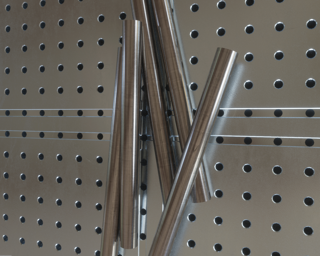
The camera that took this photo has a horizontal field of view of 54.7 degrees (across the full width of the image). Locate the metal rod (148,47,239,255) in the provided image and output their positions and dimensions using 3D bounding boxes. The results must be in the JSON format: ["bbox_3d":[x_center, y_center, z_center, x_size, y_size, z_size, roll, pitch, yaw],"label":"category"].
[{"bbox_3d":[0.032,0.053,0.372,0.025,0.025,0.298,20,98,18],"label":"metal rod"}]

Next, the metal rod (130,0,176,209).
[{"bbox_3d":[-0.006,-0.040,0.413,0.025,0.025,0.298,-10,87,19],"label":"metal rod"}]

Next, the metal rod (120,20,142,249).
[{"bbox_3d":[-0.039,0.013,0.411,0.025,0.025,0.298,4,96,19],"label":"metal rod"}]

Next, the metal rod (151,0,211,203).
[{"bbox_3d":[0.024,-0.054,0.403,0.025,0.025,0.298,-13,86,19],"label":"metal rod"}]

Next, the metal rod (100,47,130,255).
[{"bbox_3d":[-0.059,0.039,0.432,0.025,0.025,0.298,6,92,19],"label":"metal rod"}]
